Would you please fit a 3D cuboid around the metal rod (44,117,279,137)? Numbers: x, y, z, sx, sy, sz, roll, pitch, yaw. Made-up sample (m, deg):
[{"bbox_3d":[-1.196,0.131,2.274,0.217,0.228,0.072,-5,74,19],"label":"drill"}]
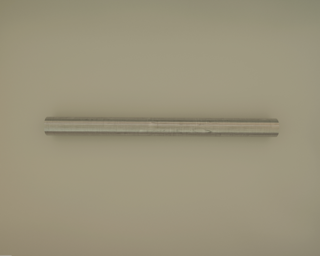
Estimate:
[{"bbox_3d":[0.003,-0.001,0.409,0.302,0.025,0.025,0,90,-1],"label":"metal rod"}]
